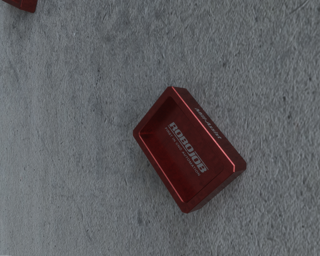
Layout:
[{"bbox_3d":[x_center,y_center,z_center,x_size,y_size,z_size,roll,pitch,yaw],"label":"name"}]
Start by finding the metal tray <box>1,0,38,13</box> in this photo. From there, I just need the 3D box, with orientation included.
[{"bbox_3d":[-0.295,-0.301,0.645,0.130,0.030,0.089,32,110,35],"label":"metal tray"}]

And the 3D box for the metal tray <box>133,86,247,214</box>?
[{"bbox_3d":[0.030,0.024,0.377,0.090,0.030,0.130,-50,61,28],"label":"metal tray"}]
